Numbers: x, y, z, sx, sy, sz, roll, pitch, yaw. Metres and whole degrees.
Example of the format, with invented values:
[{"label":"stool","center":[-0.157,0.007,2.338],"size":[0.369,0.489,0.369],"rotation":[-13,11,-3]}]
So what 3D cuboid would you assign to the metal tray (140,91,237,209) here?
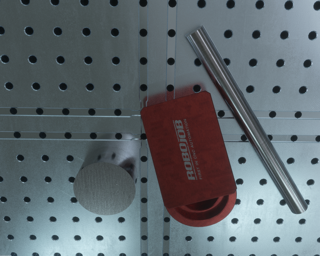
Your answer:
[{"label":"metal tray","center":[0.035,0.027,0.394],"size":[0.090,0.030,0.129],"rotation":[-15,85,5]}]

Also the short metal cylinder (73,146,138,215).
[{"label":"short metal cylinder","center":[-0.072,0.071,0.426],"size":[0.081,0.050,0.079],"rotation":[0,110,0]}]

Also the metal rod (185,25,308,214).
[{"label":"metal rod","center":[0.123,0.001,0.414],"size":[0.025,0.025,0.299],"rotation":[-32,107,11]}]

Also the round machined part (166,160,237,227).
[{"label":"round machined part","center":[0.055,0.086,0.437],"size":[0.099,0.042,0.097],"rotation":[0,110,0]}]
